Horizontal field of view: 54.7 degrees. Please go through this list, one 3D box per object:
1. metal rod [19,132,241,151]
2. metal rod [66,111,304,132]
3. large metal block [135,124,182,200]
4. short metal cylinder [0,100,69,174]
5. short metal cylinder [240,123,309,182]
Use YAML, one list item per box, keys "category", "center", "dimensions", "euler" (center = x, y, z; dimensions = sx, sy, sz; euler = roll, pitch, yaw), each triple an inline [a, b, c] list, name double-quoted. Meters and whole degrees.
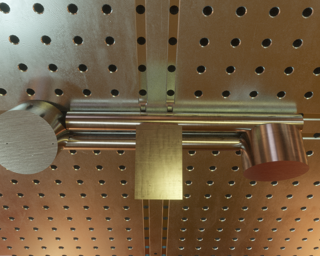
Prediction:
- category: "metal rod"
  center: [-0.043, 0.018, 0.426]
  dimensions: [0.302, 0.025, 0.025]
  euler: [0, 130, -1]
- category: "metal rod"
  center: [0.032, -0.008, 0.404]
  dimensions: [0.302, 0.025, 0.025]
  euler: [1, 130, -1]
- category: "large metal block"
  center: [-0.002, 0.041, 0.371]
  dimensions: [0.050, 0.080, 0.080]
  euler: [1, 172, -1]
- category: "short metal cylinder"
  center: [-0.160, 0.010, 0.383]
  dimensions: [0.081, 0.050, 0.079]
  euler: [0, 107, -1]
- category: "short metal cylinder"
  center: [0.148, 0.034, 0.408]
  dimensions: [0.081, 0.050, 0.080]
  euler: [0, 152, 0]
